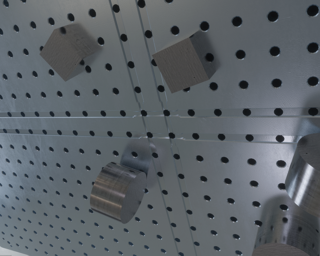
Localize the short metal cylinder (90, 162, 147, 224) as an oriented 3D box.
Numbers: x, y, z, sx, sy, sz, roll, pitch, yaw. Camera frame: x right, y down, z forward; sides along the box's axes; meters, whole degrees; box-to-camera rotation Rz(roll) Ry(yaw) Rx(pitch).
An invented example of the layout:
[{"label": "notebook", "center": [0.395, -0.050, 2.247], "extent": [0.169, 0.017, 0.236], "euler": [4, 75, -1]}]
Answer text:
[{"label": "short metal cylinder", "center": [-0.061, 0.097, 0.468], "extent": [0.050, 0.080, 0.079], "euler": [17, 125, 18]}]

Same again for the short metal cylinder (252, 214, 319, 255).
[{"label": "short metal cylinder", "center": [0.166, 0.161, 0.407], "extent": [0.080, 0.050, 0.079], "euler": [13, 124, 21]}]

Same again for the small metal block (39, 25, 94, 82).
[{"label": "small metal block", "center": [-0.126, -0.100, 0.416], "extent": [0.050, 0.025, 0.050], "euler": [47, 129, -6]}]

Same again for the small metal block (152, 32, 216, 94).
[{"label": "small metal block", "center": [0.027, -0.073, 0.352], "extent": [0.050, 0.025, 0.050], "euler": [-17, 110, 35]}]

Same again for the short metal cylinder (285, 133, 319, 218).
[{"label": "short metal cylinder", "center": [0.175, 0.048, 0.313], "extent": [0.080, 0.080, 0.050], "euler": [15, 125, 19]}]
